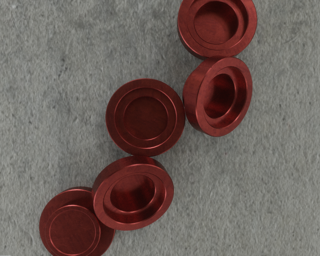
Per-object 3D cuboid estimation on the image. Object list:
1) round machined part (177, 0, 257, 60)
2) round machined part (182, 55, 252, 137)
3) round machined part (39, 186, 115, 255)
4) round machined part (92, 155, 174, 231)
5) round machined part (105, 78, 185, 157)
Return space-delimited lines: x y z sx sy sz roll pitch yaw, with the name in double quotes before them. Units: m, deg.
"round machined part" 0.071 -0.134 0.402 0.099 0.042 0.097 0 90 -1
"round machined part" 0.067 -0.041 0.386 0.099 0.042 0.097 -15 115 -34
"round machined part" -0.108 0.128 0.400 0.099 0.042 0.097 0 90 -1
"round machined part" -0.035 0.076 0.387 0.099 0.042 0.097 -8 117 -16
"round machined part" -0.018 -0.013 0.401 0.099 0.042 0.097 0 90 -1
